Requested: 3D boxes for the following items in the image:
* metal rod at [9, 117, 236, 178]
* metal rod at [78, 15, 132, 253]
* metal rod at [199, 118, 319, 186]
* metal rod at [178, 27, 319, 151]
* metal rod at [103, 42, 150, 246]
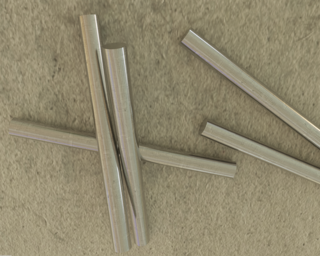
[{"bbox_3d":[-0.045,0.028,0.419,0.302,0.025,0.025,12,110,-5],"label":"metal rod"},{"bbox_3d":[-0.067,0.015,0.389,0.025,0.025,0.298,-6,101,2],"label":"metal rod"},{"bbox_3d":[0.195,0.055,0.432,0.302,0.025,0.025,22,108,-9],"label":"metal rod"},{"bbox_3d":[0.152,-0.028,0.401,0.301,0.025,0.025,34,106,-12],"label":"metal rod"},{"bbox_3d":[-0.037,0.042,0.397,0.025,0.025,0.298,-4,121,1],"label":"metal rod"}]
